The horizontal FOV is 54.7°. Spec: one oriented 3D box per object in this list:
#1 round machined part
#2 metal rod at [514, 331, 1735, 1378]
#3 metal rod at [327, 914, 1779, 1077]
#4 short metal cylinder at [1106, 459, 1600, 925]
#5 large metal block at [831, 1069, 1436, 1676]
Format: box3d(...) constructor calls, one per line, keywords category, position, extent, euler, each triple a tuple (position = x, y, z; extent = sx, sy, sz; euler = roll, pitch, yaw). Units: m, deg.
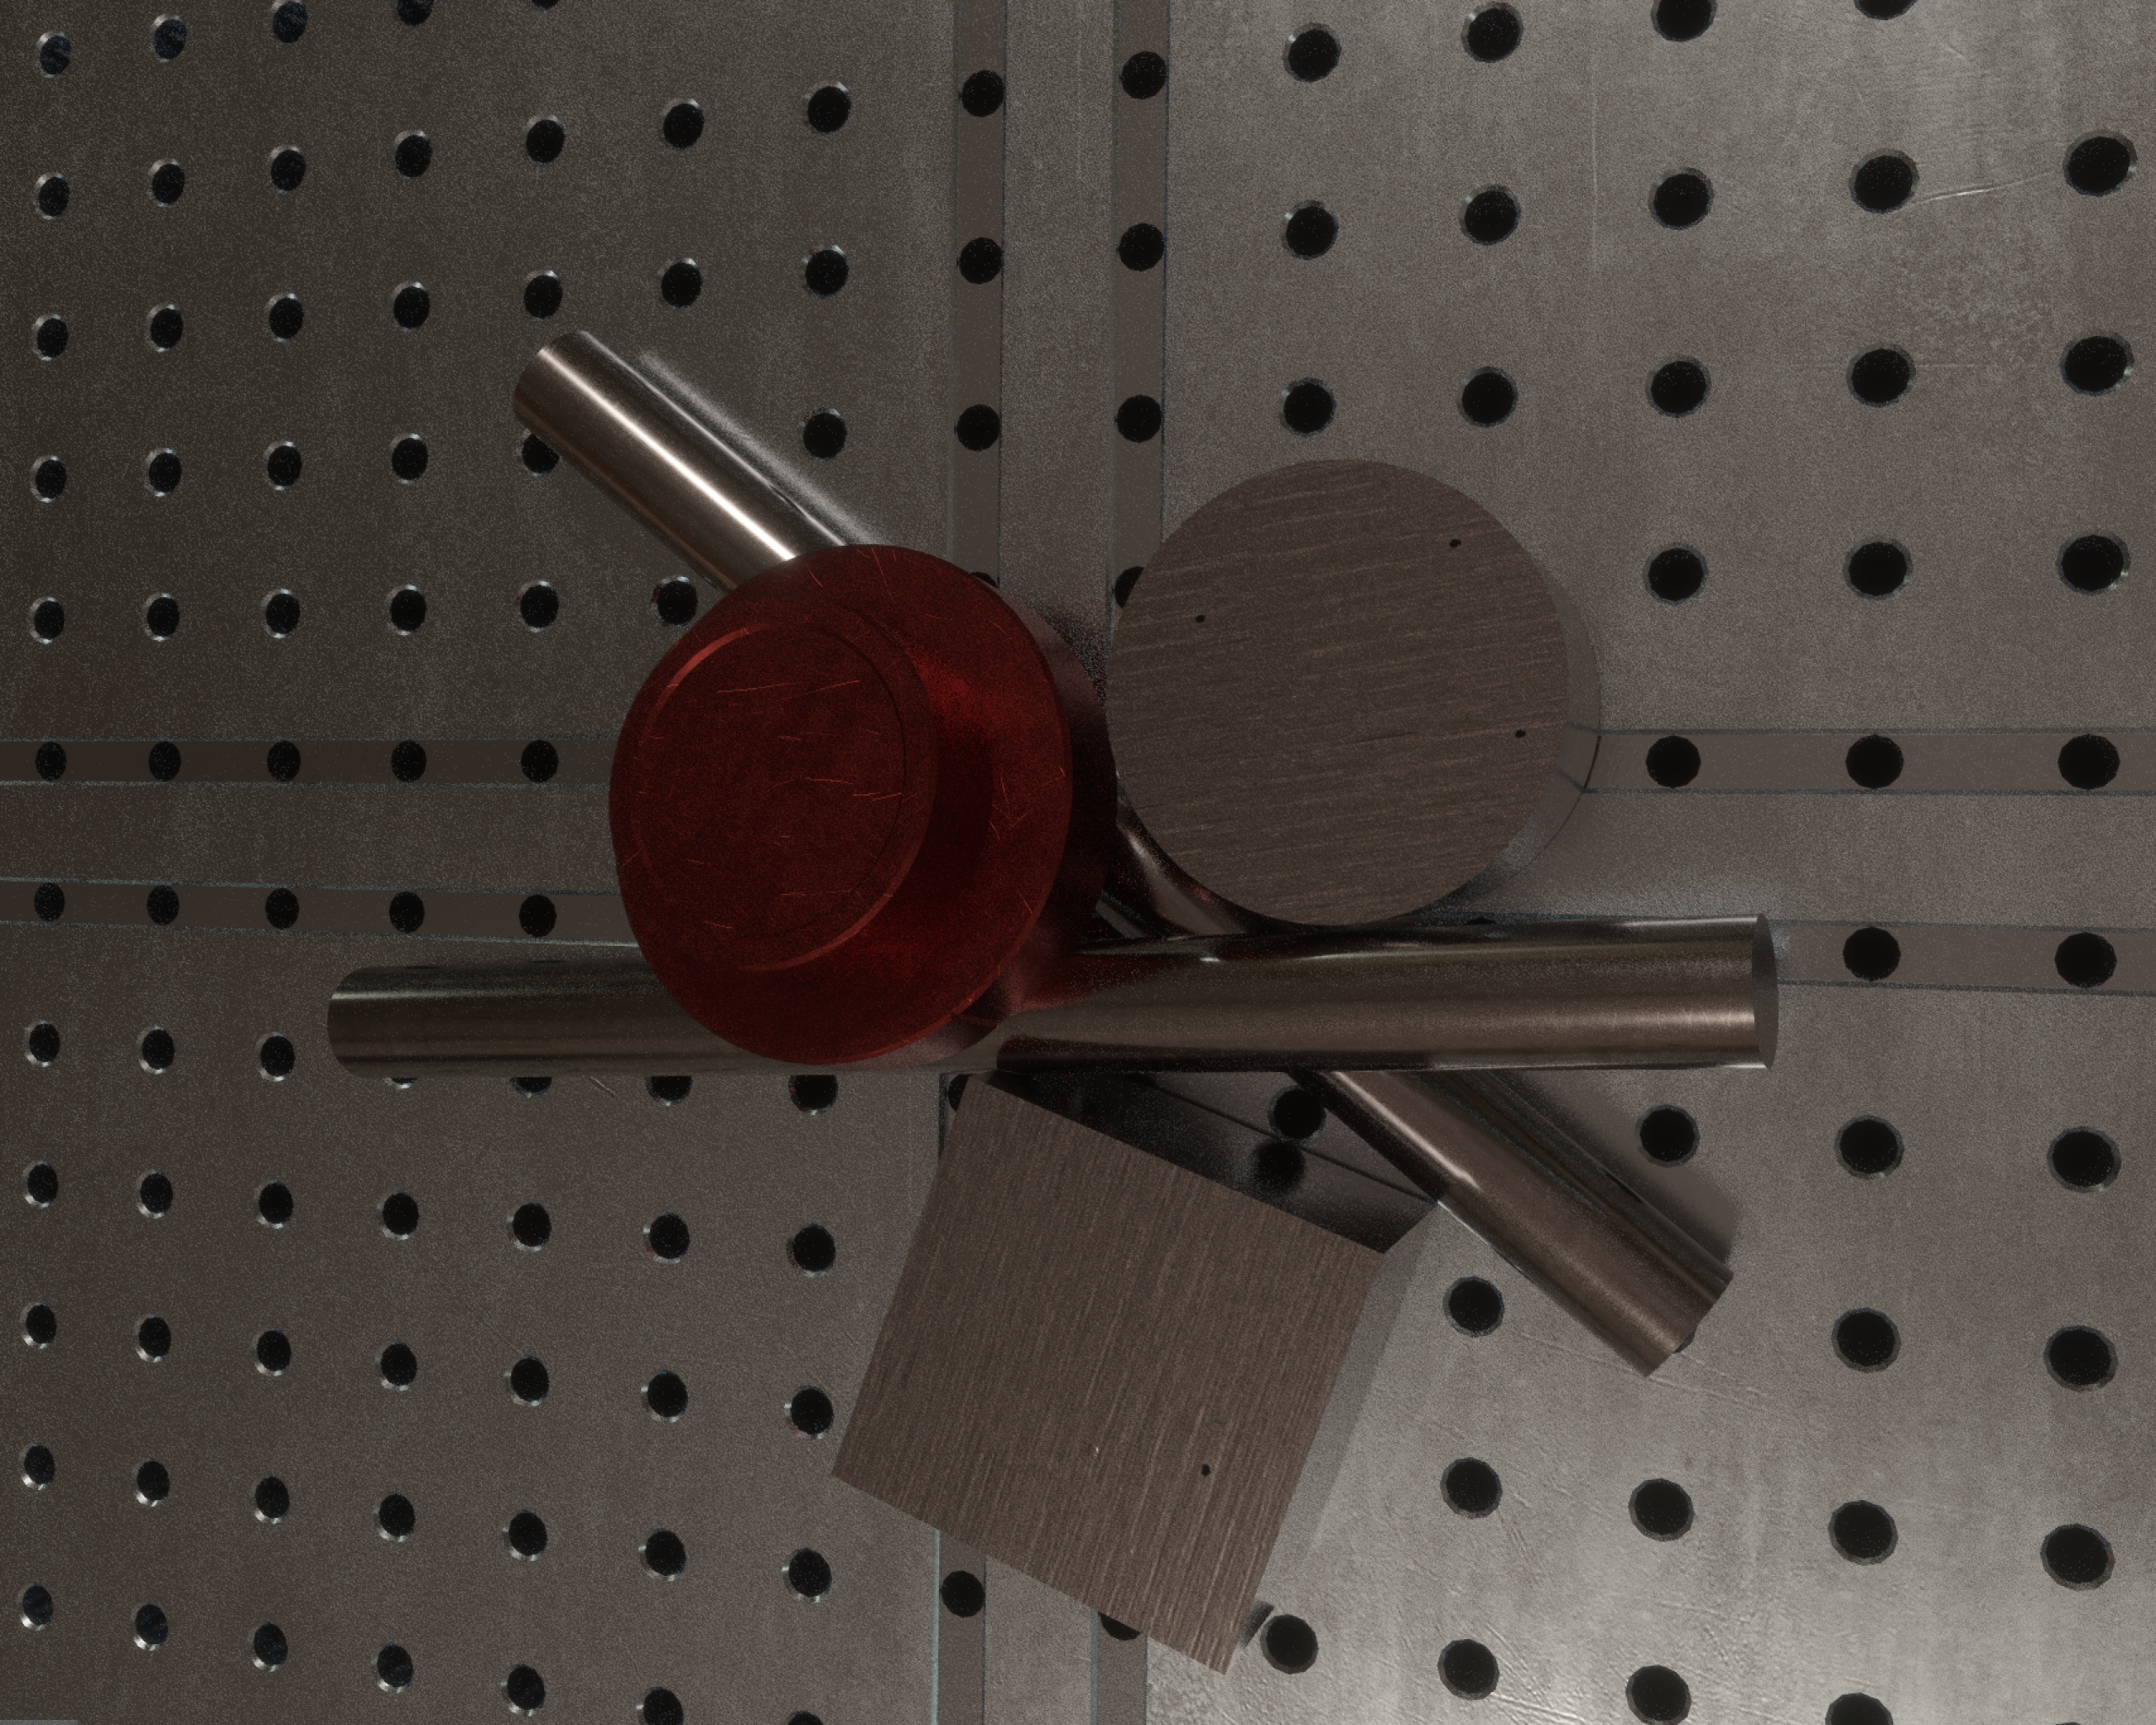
box3d(category="round machined part", position=(-0.046, -0.012, 0.383), extent=(0.098, 0.042, 0.097), euler=(-4, 79, 25))
box3d(category="metal rod", position=(-0.001, -0.011, 0.412), extent=(0.300, 0.025, 0.025), euler=(40, 103, 15))
box3d(category="metal rod", position=(-0.024, 0.028, 0.400), extent=(0.300, 0.025, 0.025), euler=(-3, 89, 26))
box3d(category="short metal cylinder", position=(0.051, -0.029, 0.380), extent=(0.080, 0.050, 0.079), euler=(0, 90, 19))
box3d(category="large metal block", position=(0.011, 0.089, 0.392), extent=(0.080, 0.050, 0.080), euler=(21, 97, 18))
